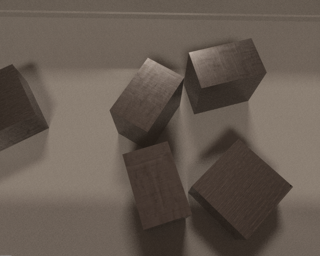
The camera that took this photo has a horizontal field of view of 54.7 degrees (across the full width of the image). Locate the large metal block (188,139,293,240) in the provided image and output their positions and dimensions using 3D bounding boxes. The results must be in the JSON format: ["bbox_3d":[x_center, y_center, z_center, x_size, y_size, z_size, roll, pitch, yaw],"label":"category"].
[{"bbox_3d":[0.093,0.074,0.371,0.080,0.050,0.080,-43,76,-14],"label":"large metal block"}]

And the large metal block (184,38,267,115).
[{"bbox_3d":[0.080,-0.065,0.405,0.081,0.080,0.050,-14,71,-6],"label":"large metal block"}]

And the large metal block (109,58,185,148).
[{"bbox_3d":[-0.014,-0.026,0.390,0.050,0.080,0.080,30,73,10],"label":"large metal block"}]

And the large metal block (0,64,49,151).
[{"bbox_3d":[-0.205,-0.023,0.402,0.080,0.050,0.080,-28,73,-10],"label":"large metal block"}]

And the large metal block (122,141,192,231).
[{"bbox_3d":[-0.004,0.070,0.355,0.050,0.080,0.080,-16,71,-6],"label":"large metal block"}]
